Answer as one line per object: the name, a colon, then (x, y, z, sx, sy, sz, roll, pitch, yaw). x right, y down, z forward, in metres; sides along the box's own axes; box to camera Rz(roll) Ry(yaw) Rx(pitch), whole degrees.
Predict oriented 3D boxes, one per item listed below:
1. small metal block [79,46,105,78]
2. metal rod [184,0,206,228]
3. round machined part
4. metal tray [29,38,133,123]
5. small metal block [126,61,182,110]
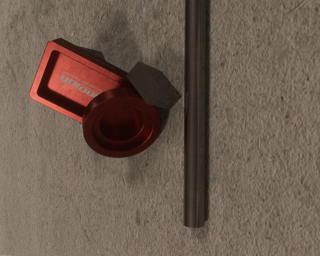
small metal block: (-0.107, -0.094, 0.474, 0.025, 0.050, 0.050, -38, 67, 33)
metal rod: (0.041, -0.034, 0.369, 0.025, 0.025, 0.298, 1, 90, 39)
round machined part: (-0.051, -0.011, 0.404, 0.097, 0.099, 0.042, -56, 32, 25)
metal tray: (-0.104, -0.055, 0.433, 0.131, 0.030, 0.089, 27, 113, -7)
small metal block: (-0.007, -0.053, 0.390, 0.025, 0.050, 0.050, -46, 62, 20)
